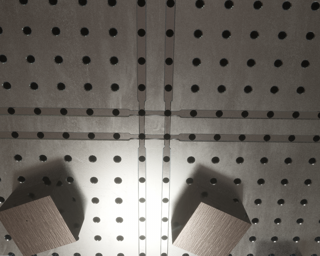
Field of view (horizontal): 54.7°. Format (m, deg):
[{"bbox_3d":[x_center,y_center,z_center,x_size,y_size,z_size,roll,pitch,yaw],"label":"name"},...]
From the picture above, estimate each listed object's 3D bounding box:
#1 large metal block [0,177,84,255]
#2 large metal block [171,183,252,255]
[{"bbox_3d":[-0.168,0.127,0.445,0.080,0.050,0.080,-19,109,6],"label":"large metal block"},{"bbox_3d":[0.071,0.140,0.453,0.080,0.050,0.080,26,108,-10],"label":"large metal block"}]
